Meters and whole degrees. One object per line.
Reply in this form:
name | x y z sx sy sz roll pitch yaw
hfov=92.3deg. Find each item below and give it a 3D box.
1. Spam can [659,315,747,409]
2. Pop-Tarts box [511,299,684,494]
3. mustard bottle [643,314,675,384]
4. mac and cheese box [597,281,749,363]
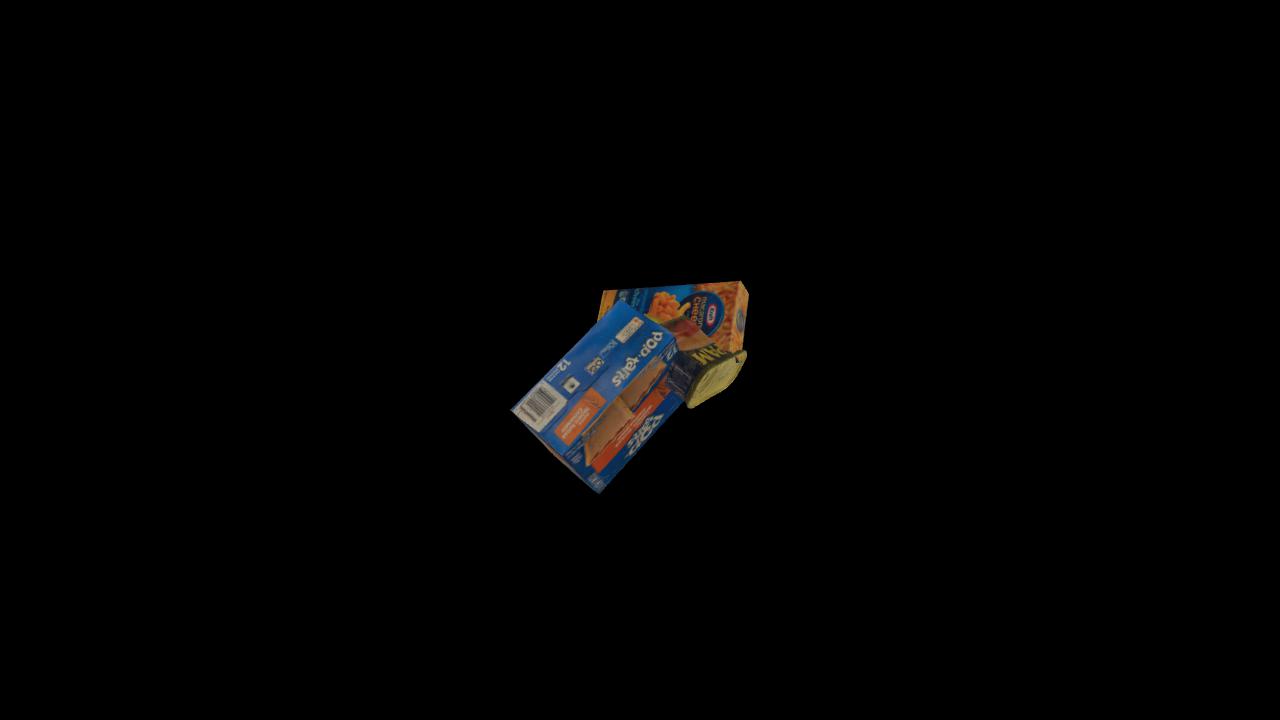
Spam can | 0.056 -0.002 0.689 0.085 0.058 0.101 38 35 23
Pop-Tarts box | -0.033 0.044 0.676 0.083 0.167 0.141 38 -14 27
mustard bottle | 0.003 -0.010 0.719 0.054 0.092 0.184 26 15 7
mac and cheese box | 0.034 -0.043 0.741 0.184 0.093 0.041 -1 -25 28
